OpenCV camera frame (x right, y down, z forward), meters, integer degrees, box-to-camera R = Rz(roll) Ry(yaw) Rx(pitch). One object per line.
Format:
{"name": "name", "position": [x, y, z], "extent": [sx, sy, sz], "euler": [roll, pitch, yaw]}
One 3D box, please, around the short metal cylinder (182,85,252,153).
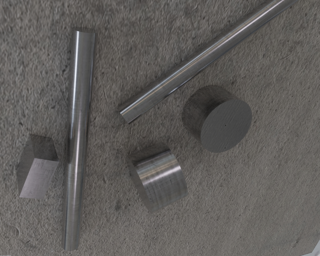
{"name": "short metal cylinder", "position": [0.077, -0.013, 0.425], "extent": [0.081, 0.050, 0.079], "euler": [-14, 124, -21]}

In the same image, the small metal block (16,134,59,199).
{"name": "small metal block", "position": [-0.137, 0.042, 0.342], "extent": [0.025, 0.050, 0.050], "euler": [15, 110, -35]}

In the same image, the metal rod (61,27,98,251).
{"name": "metal rod", "position": [-0.100, 0.034, 0.372], "extent": [0.025, 0.025, 0.298], "euler": [-3, 120, -27]}

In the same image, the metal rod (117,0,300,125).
{"name": "metal rod", "position": [0.076, -0.103, 0.384], "extent": [0.301, 0.025, 0.025], "euler": [-36, 129, -4]}

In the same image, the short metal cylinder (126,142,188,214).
{"name": "short metal cylinder", "position": [-0.005, 0.065, 0.409], "extent": [0.050, 0.080, 0.080], "euler": [-23, 127, -15]}
